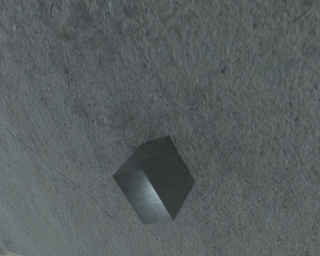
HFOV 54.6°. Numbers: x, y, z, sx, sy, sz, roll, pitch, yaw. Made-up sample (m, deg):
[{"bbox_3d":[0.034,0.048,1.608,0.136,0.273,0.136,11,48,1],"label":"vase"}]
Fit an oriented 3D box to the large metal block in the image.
[{"bbox_3d":[-0.005,0.069,0.417,0.050,0.080,0.080,-18,109,35],"label":"large metal block"}]
